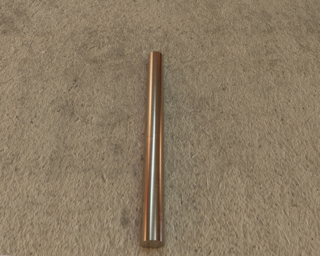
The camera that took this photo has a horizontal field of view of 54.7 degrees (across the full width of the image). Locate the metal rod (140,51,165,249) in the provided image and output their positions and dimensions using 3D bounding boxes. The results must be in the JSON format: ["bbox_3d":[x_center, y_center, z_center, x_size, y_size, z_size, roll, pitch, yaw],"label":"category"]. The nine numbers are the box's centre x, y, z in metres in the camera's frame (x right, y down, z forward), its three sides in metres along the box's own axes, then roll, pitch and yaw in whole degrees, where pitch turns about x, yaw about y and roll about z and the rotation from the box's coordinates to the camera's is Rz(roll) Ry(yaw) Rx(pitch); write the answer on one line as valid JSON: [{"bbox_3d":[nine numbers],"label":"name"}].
[{"bbox_3d":[-0.007,0.001,0.404,0.025,0.025,0.300,0,50,0],"label":"metal rod"}]
